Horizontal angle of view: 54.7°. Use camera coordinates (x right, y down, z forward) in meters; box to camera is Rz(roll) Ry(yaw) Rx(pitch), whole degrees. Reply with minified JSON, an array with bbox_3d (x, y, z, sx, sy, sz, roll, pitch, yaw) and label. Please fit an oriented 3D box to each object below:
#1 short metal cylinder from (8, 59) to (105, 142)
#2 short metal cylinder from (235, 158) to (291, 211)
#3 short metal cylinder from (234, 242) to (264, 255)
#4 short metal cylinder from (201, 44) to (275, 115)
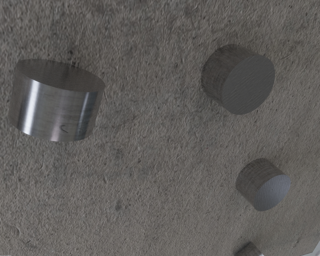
[{"bbox_3d":[-0.099,-0.028,0.299,0.081,0.080,0.050,6,115,-31],"label":"short metal cylinder"},{"bbox_3d":[0.183,0.101,0.553,0.081,0.050,0.079,-14,124,-21],"label":"short metal cylinder"},{"bbox_3d":[0.205,0.294,0.665,0.050,0.080,0.080,-38,129,-3],"label":"short metal cylinder"},{"bbox_3d":[0.101,-0.064,0.406,0.081,0.050,0.079,-14,124,-21],"label":"short metal cylinder"}]
